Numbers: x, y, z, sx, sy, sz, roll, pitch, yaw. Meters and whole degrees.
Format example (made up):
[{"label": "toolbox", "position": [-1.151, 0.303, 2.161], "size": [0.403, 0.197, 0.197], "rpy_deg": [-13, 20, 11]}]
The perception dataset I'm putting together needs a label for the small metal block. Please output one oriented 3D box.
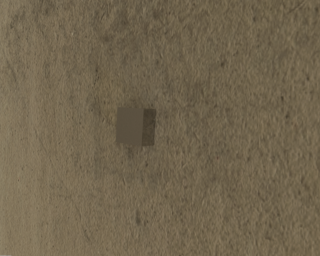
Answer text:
[{"label": "small metal block", "position": [-0.034, -0.003, 0.431], "size": [0.050, 0.025, 0.050], "rpy_deg": [6, 94, 39]}]
